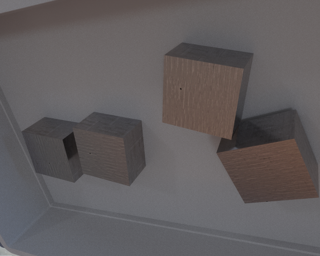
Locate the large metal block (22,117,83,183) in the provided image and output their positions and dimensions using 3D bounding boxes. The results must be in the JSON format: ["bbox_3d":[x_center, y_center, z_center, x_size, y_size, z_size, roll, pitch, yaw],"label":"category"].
[{"bbox_3d":[-0.163,0.034,0.499,0.080,0.050,0.079,9,122,23],"label":"large metal block"}]

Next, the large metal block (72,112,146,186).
[{"bbox_3d":[-0.071,0.029,0.448,0.080,0.050,0.079,10,123,22],"label":"large metal block"}]

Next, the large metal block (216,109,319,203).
[{"bbox_3d":[0.121,0.034,0.343,0.080,0.050,0.080,-15,119,34],"label":"large metal block"}]

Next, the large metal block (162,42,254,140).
[{"bbox_3d":[0.050,-0.042,0.340,0.080,0.050,0.079,15,124,20],"label":"large metal block"}]
